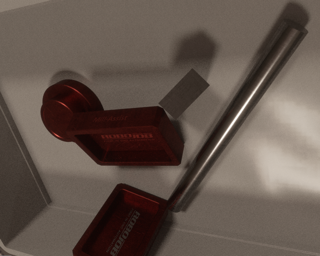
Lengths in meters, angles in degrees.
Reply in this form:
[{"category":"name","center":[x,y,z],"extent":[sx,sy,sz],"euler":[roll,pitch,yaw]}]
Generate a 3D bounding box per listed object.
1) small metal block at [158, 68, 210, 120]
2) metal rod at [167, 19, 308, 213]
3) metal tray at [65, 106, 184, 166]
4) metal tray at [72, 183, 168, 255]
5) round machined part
[{"category":"small metal block","center":[0.026,-0.037,0.343],"extent":[0.025,0.050,0.050],"euler":[44,96,-3]},{"category":"metal rod","center":[0.073,0.012,0.376],"extent":[0.025,0.025,0.298],"euler":[32,128,7]},{"category":"metal tray","center":[-0.044,0.015,0.406],"extent":[0.130,0.030,0.090],"euler":[-3,143,24]},{"category":"metal tray","center":[-0.054,0.152,0.459],"extent":[0.090,0.130,0.030],"euler":[18,137,17]},{"category":"round machined part","center":[-0.134,-0.018,0.455],"extent":[0.098,0.042,0.097],"euler":[13,124,20]}]
